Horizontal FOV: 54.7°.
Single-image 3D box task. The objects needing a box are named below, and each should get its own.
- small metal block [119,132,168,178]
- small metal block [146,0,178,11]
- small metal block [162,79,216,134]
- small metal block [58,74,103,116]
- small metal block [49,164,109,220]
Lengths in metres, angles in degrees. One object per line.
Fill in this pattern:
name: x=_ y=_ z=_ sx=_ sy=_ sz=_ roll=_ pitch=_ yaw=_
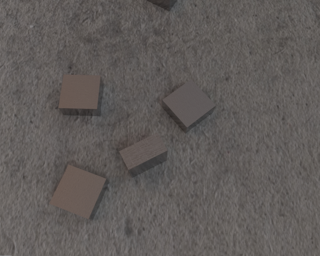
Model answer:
small metal block: x=-0.019 y=0.035 z=0.382 sx=0.050 sy=0.050 sz=0.025 roll=-26 pitch=73 yaw=-9
small metal block: x=0.006 y=-0.221 z=0.489 sx=0.050 sy=0.025 sz=0.050 roll=29 pitch=72 yaw=10
small metal block: x=0.038 y=-0.029 z=0.419 sx=0.050 sy=0.025 sz=0.050 roll=-37 pitch=75 yaw=-13
small metal block: x=-0.106 y=-0.044 z=0.423 sx=0.050 sy=0.025 sz=0.050 roll=2 pitch=70 yaw=0
small metal block: x=-0.097 y=0.079 z=0.378 sx=0.050 sy=0.025 sz=0.050 roll=20 pitch=71 yaw=6
